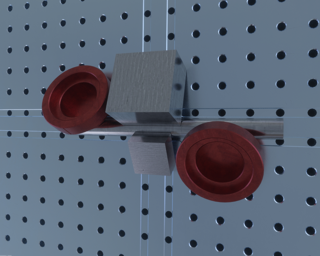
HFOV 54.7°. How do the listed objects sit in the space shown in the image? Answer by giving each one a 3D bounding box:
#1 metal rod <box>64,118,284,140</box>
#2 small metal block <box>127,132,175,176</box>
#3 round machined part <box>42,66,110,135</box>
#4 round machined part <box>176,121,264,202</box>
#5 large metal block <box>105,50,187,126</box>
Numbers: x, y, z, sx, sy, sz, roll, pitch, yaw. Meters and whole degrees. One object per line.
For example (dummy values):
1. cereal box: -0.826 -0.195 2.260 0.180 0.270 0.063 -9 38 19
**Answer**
1. metal rod: 0.002 0.000 0.412 0.301 0.025 0.025 1 90 19
2. small metal block: -0.010 0.034 0.406 0.050 0.025 0.050 1 119 20
3. round machined part: -0.108 -0.035 0.428 0.098 0.042 0.098 -8 62 15
4. round machined part: 0.071 0.036 0.365 0.098 0.042 0.097 8 118 16
5. large metal block: -0.015 -0.049 0.393 0.080 0.050 0.080 1 72 20
